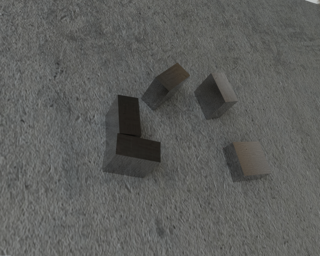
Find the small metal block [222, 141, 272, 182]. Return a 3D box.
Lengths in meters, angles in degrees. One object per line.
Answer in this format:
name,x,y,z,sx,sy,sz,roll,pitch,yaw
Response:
small metal block,0.123,0.047,0.441,0.050,0.025,0.050,0,62,-28

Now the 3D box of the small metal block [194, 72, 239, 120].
small metal block,0.082,-0.047,0.460,0.025,0.050,0.050,-8,66,-32

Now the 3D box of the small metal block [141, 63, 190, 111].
small metal block,0.007,-0.056,0.426,0.025,0.050,0.050,46,51,4

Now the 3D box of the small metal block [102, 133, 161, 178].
small metal block,-0.033,0.033,0.350,0.050,0.050,0.025,13,56,-21

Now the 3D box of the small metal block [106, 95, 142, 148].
small metal block,-0.045,-0.003,0.365,0.025,0.050,0.050,8,59,-25
